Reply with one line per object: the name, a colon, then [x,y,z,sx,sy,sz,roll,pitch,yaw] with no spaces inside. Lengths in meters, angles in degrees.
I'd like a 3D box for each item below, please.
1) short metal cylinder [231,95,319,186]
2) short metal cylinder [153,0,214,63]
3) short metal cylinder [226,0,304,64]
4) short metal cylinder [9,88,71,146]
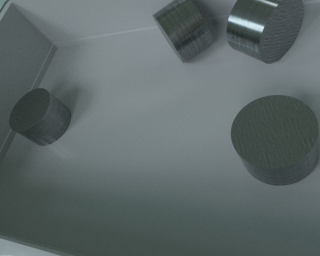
short metal cylinder: [0.119,0.013,0.319,0.080,0.050,0.080,-13,56,21]
short metal cylinder: [0.032,-0.139,0.439,0.050,0.080,0.080,-33,51,7]
short metal cylinder: [0.129,-0.126,0.380,0.080,0.080,0.050,-47,51,-5]
short metal cylinder: [-0.193,-0.018,0.502,0.080,0.050,0.080,-13,56,21]
